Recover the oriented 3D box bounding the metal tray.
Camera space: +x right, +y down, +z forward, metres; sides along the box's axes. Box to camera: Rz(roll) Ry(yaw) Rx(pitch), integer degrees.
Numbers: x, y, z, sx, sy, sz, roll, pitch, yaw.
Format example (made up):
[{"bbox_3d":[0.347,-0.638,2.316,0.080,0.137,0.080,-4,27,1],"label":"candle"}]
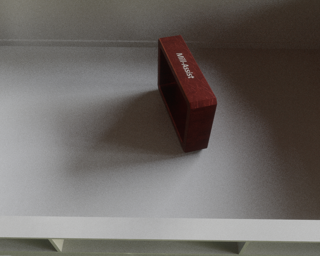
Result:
[{"bbox_3d":[0.029,-0.045,0.398,0.030,0.090,0.130,-12,51,-11],"label":"metal tray"}]
